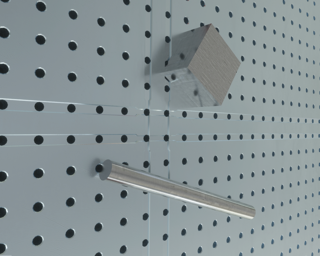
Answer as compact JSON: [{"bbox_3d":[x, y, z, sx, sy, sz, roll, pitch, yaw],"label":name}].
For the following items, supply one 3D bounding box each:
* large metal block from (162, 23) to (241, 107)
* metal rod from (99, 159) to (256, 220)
[{"bbox_3d":[0.061,-0.087,0.444,0.080,0.050,0.080,42,65,-32],"label":"large metal block"},{"bbox_3d":[0.046,0.097,0.448,0.302,0.025,0.025,24,75,-37],"label":"metal rod"}]
